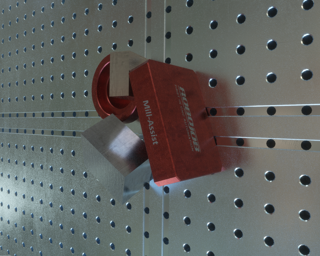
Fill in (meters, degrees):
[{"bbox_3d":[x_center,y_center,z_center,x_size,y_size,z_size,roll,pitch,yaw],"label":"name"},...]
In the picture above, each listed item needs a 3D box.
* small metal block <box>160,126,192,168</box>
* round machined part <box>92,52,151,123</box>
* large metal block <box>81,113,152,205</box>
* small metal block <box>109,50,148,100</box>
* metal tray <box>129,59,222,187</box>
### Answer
[{"bbox_3d":[0.015,0.025,0.389,0.050,0.025,0.050,19,107,49],"label":"small metal block"},{"bbox_3d":[-0.048,-0.055,0.436,0.098,0.042,0.097,0,90,39],"label":"round machined part"},{"bbox_3d":[-0.056,0.042,0.408,0.080,0.050,0.080,41,147,20],"label":"large metal block"},{"bbox_3d":[-0.034,-0.060,0.366,0.025,0.050,0.050,0,89,26],"label":"small metal block"},{"bbox_3d":[0.019,-0.006,0.349,0.030,0.091,0.129,-23,76,38],"label":"metal tray"}]
